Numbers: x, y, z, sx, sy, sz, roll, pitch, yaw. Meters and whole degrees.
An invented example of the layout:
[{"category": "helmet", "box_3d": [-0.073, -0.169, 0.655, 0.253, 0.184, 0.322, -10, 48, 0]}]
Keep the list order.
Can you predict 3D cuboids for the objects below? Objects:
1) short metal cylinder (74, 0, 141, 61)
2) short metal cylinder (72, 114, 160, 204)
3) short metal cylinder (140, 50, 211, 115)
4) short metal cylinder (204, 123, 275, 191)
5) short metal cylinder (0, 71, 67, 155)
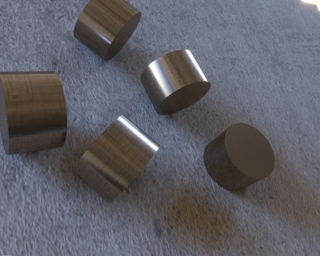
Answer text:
[{"category": "short metal cylinder", "box_3d": [-0.070, -0.137, 0.416, 0.050, 0.080, 0.080, 38, 51, -4]}, {"category": "short metal cylinder", "box_3d": [-0.045, 0.032, 0.326, 0.050, 0.080, 0.080, 41, 51, -1]}, {"category": "short metal cylinder", "box_3d": [0.021, -0.060, 0.418, 0.081, 0.080, 0.050, -15, 70, -34]}, {"category": "short metal cylinder", "box_3d": [0.107, 0.040, 0.424, 0.081, 0.050, 0.080, 14, 56, -21]}, {"category": "short metal cylinder", "box_3d": [-0.130, -0.016, 0.309, 0.050, 0.080, 0.080, -8, 66, -32]}]
